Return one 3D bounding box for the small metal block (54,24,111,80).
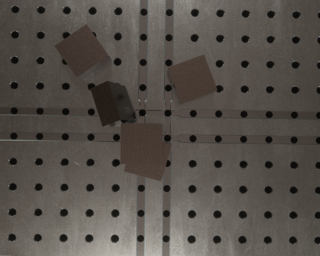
[{"bbox_3d":[-0.101,-0.100,0.412,0.050,0.025,0.050,-35,90,0],"label":"small metal block"}]

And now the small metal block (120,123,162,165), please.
[{"bbox_3d":[-0.023,0.019,0.388,0.050,0.025,0.050,1,90,-1],"label":"small metal block"}]

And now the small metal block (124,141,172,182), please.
[{"bbox_3d":[-0.016,0.039,0.413,0.050,0.025,0.050,16,90,-1],"label":"small metal block"}]

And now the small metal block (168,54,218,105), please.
[{"bbox_3d":[0.042,-0.064,0.414,0.050,0.025,0.050,-20,90,-1],"label":"small metal block"}]

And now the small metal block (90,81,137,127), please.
[{"bbox_3d":[-0.058,-0.029,0.395,0.025,0.050,0.050,-21,84,17],"label":"small metal block"}]
